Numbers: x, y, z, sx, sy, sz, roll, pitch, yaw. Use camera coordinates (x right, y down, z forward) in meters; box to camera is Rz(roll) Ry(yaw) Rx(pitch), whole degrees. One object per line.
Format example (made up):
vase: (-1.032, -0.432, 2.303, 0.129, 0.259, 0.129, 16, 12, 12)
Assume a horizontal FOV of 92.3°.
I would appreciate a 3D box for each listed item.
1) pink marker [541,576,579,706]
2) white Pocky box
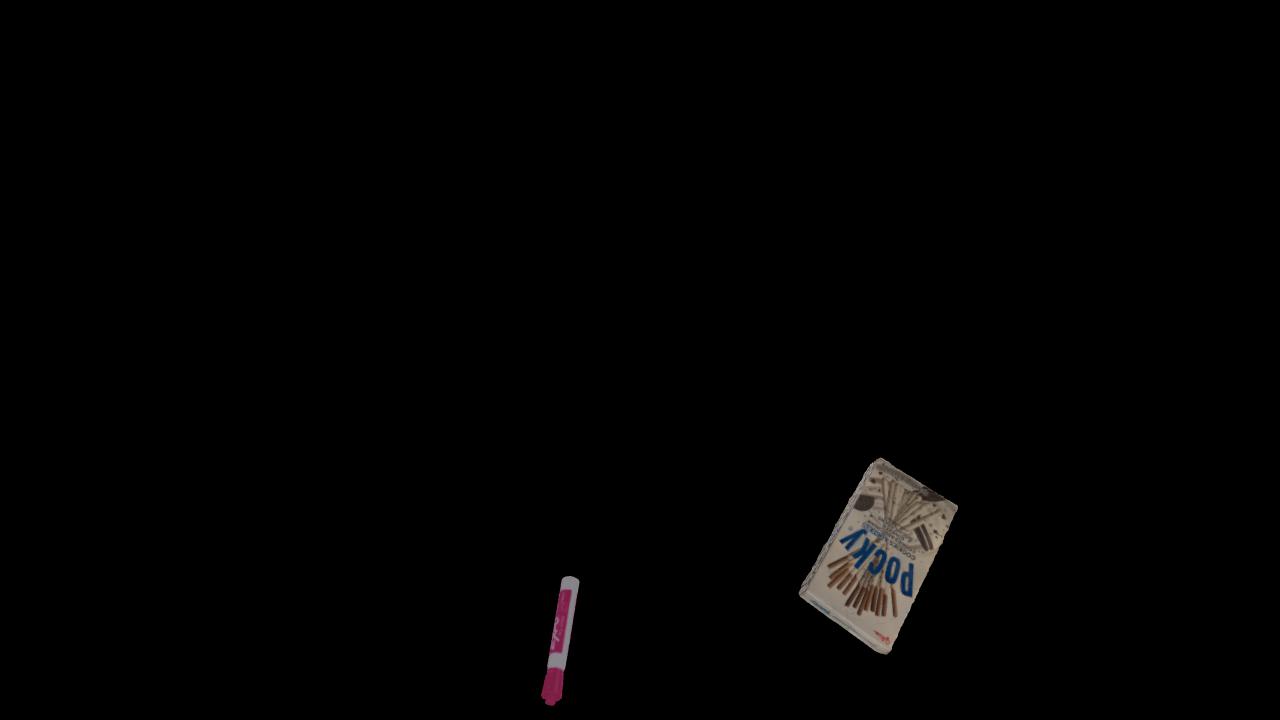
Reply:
pink marker: (-0.076, 0.267, 0.593, 0.020, 0.020, 0.121, 0, 39, 5)
white Pocky box: (0.217, 0.172, 0.558, 0.084, 0.154, 0.028, 33, -26, 14)
